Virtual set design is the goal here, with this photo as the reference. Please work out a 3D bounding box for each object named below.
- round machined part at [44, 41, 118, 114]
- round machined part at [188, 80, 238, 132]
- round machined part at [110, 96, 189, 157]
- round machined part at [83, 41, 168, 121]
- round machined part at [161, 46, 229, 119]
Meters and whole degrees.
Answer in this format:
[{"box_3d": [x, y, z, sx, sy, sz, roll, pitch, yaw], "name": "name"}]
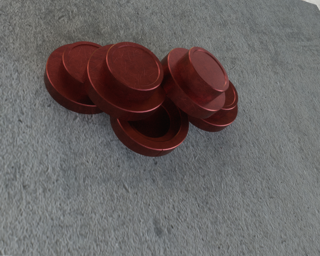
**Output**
[{"box_3d": [-0.091, -0.069, 0.388, 0.099, 0.042, 0.098, 14, 56, -21], "name": "round machined part"}, {"box_3d": [0.077, -0.046, 0.466, 0.099, 0.042, 0.098, 14, 56, -21], "name": "round machined part"}, {"box_3d": [-0.016, -0.008, 0.392, 0.099, 0.042, 0.098, 14, 56, -21], "name": "round machined part"}, {"box_3d": [-0.035, -0.061, 0.359, 0.099, 0.042, 0.098, 14, 56, -21], "name": "round machined part"}, {"box_3d": [0.049, -0.064, 0.395, 0.099, 0.042, 0.098, 25, 46, -29], "name": "round machined part"}]
